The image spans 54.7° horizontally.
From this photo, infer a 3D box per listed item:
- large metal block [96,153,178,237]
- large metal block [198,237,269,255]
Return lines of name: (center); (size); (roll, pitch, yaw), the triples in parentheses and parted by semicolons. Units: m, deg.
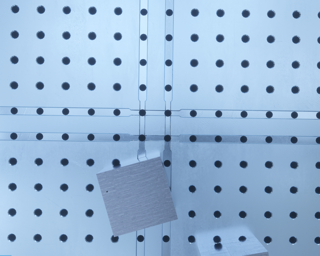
large metal block: (-0.028, 0.083, 0.401); (0.080, 0.050, 0.080); (-16, 90, -1)
large metal block: (0.099, 0.196, 0.402); (0.080, 0.050, 0.080); (-10, 90, -1)
